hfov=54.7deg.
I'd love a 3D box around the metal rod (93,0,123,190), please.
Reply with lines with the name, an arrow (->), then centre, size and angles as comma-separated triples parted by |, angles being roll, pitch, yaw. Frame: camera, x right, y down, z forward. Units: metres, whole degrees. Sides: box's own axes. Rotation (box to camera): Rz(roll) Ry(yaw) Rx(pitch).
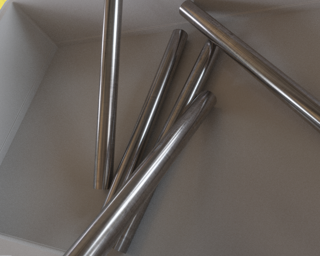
metal rod -> -0.067, -0.071, 0.411 | 0.025, 0.025, 0.298 | 0, 85, 28

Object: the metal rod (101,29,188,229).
metal rod -> -0.017, -0.013, 0.422 | 0.025, 0.025, 0.300 | 7, 65, 31

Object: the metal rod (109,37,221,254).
metal rod -> 0.014, 0.008, 0.393 | 0.025, 0.025, 0.300 | 14, 69, 34

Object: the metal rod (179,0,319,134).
metal rod -> 0.116, -0.075, 0.370 | 0.025, 0.025, 0.300 | -39, 57, 2

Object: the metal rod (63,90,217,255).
metal rod -> -0.009, 0.042, 0.293 | 0.025, 0.025, 0.301 | 5, 35, 31
